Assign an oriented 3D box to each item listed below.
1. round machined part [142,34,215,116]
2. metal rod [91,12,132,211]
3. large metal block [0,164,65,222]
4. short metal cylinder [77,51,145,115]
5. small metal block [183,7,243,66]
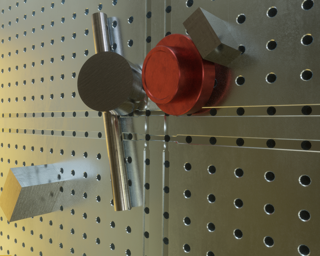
[{"bbox_3d":[0.015,-0.063,0.373,0.098,0.042,0.097,11,104,48],"label":"round machined part"},{"bbox_3d":[-0.074,-0.028,0.468,0.025,0.025,0.298,-13,82,39],"label":"metal rod"},{"bbox_3d":[-0.232,0.115,0.562,0.050,0.081,0.079,41,115,32],"label":"large metal block"},{"bbox_3d":[-0.065,-0.059,0.427,0.080,0.050,0.080,-1,86,17],"label":"short metal cylinder"},{"bbox_3d":[0.059,-0.100,0.343,0.025,0.050,0.050,-38,67,33],"label":"small metal block"}]
